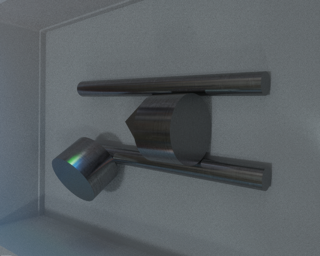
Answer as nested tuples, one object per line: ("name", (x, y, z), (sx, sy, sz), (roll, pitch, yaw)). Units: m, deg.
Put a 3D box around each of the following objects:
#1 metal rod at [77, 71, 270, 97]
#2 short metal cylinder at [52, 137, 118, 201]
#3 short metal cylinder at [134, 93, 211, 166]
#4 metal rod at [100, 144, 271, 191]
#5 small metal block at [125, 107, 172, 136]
("metal rod", (-0.009, -0.054, 0.409), (0.300, 0.025, 0.025), (5, 93, 39))
("short metal cylinder", (-0.110, 0.060, 0.454), (0.080, 0.050, 0.079), (24, 137, 24))
("short metal cylinder", (0.016, 0.001, 0.354), (0.050, 0.081, 0.079), (2, 92, 40))
("metal rod", (-0.008, 0.043, 0.409), (0.300, 0.025, 0.025), (4, 93, 39))
("small metal block", (-0.013, -0.004, 0.413), (0.050, 0.025, 0.050), (-45, 63, 30))
